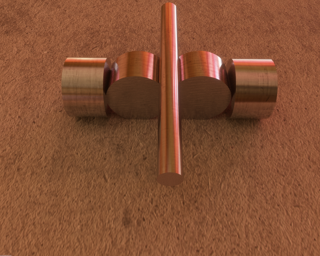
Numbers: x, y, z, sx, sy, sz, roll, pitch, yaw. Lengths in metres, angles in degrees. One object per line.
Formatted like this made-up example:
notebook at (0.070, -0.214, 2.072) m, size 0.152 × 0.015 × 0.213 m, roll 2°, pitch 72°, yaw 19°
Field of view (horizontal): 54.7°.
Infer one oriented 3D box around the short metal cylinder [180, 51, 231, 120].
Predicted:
short metal cylinder at (0.051, -0.056, 0.416) m, size 0.080 × 0.080 × 0.050 m, roll 1°, pitch 50°, yaw 0°

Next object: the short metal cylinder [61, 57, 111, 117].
short metal cylinder at (-0.094, -0.054, 0.414) m, size 0.050 × 0.080 × 0.080 m, roll 1°, pitch 50°, yaw 0°

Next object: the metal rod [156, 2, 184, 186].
metal rod at (0.012, -0.067, 0.381) m, size 0.025 × 0.025 × 0.300 m, roll 1°, pitch 50°, yaw 0°

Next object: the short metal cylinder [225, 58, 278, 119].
short metal cylinder at (0.117, -0.052, 0.414) m, size 0.050 × 0.080 × 0.080 m, roll 1°, pitch 50°, yaw 0°

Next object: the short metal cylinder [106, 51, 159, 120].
short metal cylinder at (-0.029, -0.055, 0.416) m, size 0.080 × 0.080 × 0.050 m, roll 1°, pitch 50°, yaw 0°
